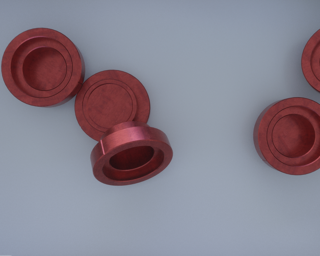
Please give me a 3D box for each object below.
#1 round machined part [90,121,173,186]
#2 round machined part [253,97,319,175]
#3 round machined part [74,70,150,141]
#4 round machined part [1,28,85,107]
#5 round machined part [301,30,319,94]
[{"bbox_3d":[-0.037,0.028,0.384,0.098,0.098,0.042,-20,55,0],"label":"round machined part"},{"bbox_3d":[0.171,0.010,0.405,0.099,0.042,0.097,0,90,-1],"label":"round machined part"},{"bbox_3d":[-0.062,-0.027,0.402,0.099,0.042,0.097,0,90,-1],"label":"round machined part"},{"bbox_3d":[-0.146,-0.075,0.401,0.099,0.042,0.097,0,90,-1],"label":"round machined part"},{"bbox_3d":[0.235,-0.084,0.392,0.098,0.042,0.097,-1,89,30],"label":"round machined part"}]
